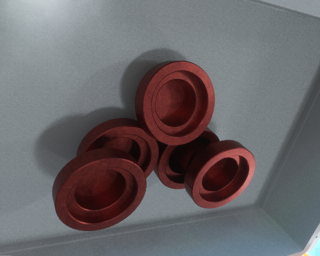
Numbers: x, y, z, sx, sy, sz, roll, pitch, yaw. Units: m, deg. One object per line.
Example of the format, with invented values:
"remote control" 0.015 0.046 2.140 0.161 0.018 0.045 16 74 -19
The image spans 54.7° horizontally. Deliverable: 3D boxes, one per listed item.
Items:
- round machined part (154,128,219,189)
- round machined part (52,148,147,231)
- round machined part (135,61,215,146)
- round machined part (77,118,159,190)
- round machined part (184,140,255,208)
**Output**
"round machined part" 0.033 0.035 0.435 0.099 0.042 0.097 -14 124 -21
"round machined part" -0.068 0.063 0.343 0.099 0.042 0.097 -14 124 -21
"round machined part" 0.014 -0.031 0.371 0.099 0.042 0.097 -7 104 -29
"round machined part" -0.054 0.030 0.385 0.099 0.042 0.097 -14 124 -21
"round machined part" 0.075 0.057 0.419 0.099 0.042 0.097 -14 124 -21
